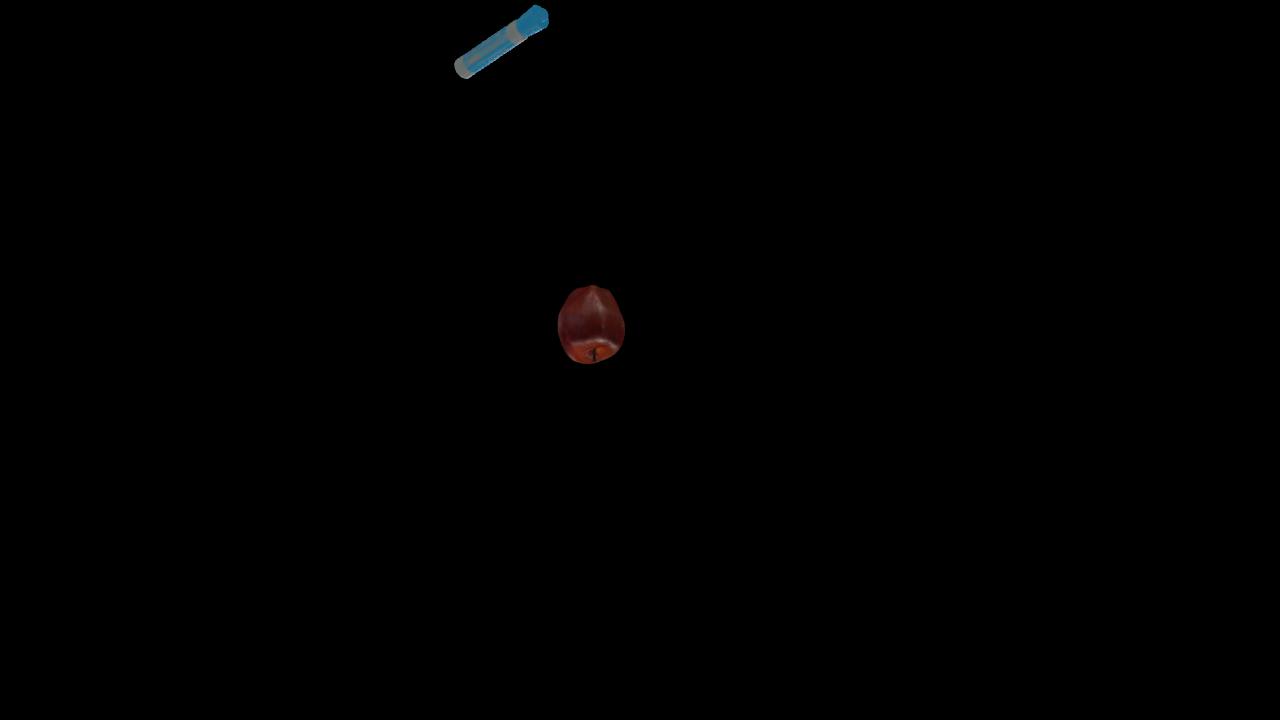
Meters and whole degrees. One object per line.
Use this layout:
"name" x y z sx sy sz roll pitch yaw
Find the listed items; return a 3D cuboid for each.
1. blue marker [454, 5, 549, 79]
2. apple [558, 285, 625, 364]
"blue marker" -0.123 -0.281 0.545 0.121 0.020 0.020 -5 -4 41
"apple" -0.057 -0.039 0.709 0.079 0.093 0.079 -5 -28 -3
